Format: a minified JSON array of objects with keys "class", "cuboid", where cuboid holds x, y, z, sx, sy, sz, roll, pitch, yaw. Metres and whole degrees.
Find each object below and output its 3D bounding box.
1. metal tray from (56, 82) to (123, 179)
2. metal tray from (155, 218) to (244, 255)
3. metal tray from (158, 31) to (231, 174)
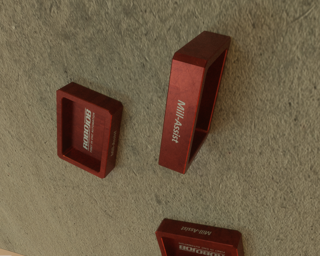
[{"class":"metal tray","cuboid":[-0.108,0.006,0.464,0.090,0.030,0.129,23,127,14]},{"class":"metal tray","cuboid":[0.064,0.196,0.490,0.130,0.030,0.089,1,119,27]},{"class":"metal tray","cuboid":[0.036,-0.027,0.328,0.030,0.090,0.129,19,126,17]}]
